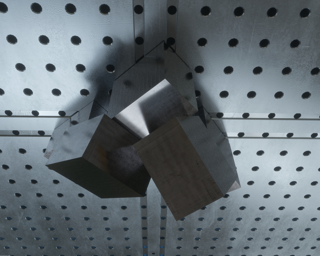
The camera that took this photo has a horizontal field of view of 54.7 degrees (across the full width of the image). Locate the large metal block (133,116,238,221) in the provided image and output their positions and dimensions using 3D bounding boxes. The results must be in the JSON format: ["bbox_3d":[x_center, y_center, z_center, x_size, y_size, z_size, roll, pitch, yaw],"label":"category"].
[{"bbox_3d":[0.029,0.035,0.313,0.050,0.080,0.080,-34,80,20],"label":"large metal block"}]

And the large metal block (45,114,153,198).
[{"bbox_3d":[-0.063,0.036,0.338,0.080,0.050,0.080,-15,134,46],"label":"large metal block"}]

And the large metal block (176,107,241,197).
[{"bbox_3d":[0.058,0.034,0.403,0.050,0.080,0.080,-27,125,21],"label":"large metal block"}]

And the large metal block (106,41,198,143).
[{"bbox_3d":[-0.009,-0.037,0.342,0.080,0.080,0.050,-34,123,25],"label":"large metal block"}]

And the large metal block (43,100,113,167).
[{"bbox_3d":[-0.090,0.023,0.413,0.080,0.050,0.080,-32,124,24],"label":"large metal block"}]
